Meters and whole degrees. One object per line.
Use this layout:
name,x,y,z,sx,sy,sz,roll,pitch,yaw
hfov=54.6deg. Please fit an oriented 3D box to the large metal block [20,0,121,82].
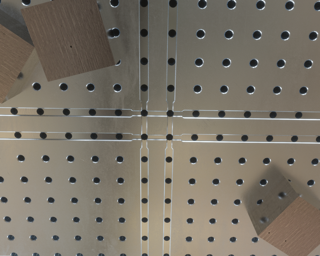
large metal block,-0.098,-0.106,0.360,0.080,0.050,0.080,-13,110,4

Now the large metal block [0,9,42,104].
large metal block,-0.193,-0.089,0.366,0.080,0.050,0.080,35,107,-12

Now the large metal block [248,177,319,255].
large metal block,0.192,0.133,0.450,0.080,0.050,0.080,34,106,-12
